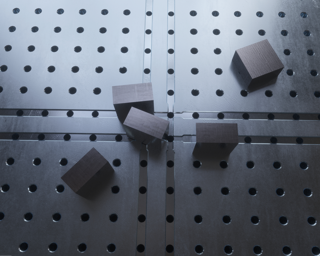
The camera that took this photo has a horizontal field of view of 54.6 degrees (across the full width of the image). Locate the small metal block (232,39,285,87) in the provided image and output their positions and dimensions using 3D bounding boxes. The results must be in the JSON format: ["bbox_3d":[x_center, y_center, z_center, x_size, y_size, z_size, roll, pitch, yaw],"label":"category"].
[{"bbox_3d":[0.140,-0.094,0.447,0.050,0.025,0.050,-21,71,-8],"label":"small metal block"}]

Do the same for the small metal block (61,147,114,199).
[{"bbox_3d":[-0.086,0.056,0.378,0.025,0.050,0.050,42,75,13],"label":"small metal block"}]

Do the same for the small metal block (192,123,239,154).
[{"bbox_3d":[0.068,0.014,0.394,0.050,0.050,0.025,1,70,0],"label":"small metal block"}]

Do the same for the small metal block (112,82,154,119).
[{"bbox_3d":[-0.034,-0.035,0.411,0.050,0.050,0.025,-6,70,-2],"label":"small metal block"}]

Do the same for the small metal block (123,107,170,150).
[{"bbox_3d":[-0.016,0.002,0.398,0.050,0.050,0.025,22,72,8],"label":"small metal block"}]
